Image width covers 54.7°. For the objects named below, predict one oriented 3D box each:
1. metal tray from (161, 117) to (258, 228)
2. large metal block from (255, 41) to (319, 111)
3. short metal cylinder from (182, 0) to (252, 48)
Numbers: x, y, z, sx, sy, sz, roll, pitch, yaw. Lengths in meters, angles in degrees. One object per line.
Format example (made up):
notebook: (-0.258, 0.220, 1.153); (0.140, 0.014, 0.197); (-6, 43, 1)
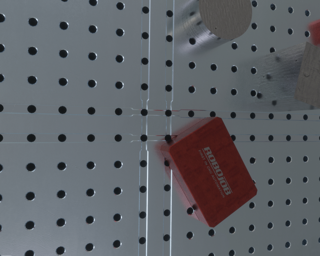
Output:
metal tray: (0.071, 0.060, 0.436); (0.091, 0.030, 0.130); (-32, 101, -17)
large metal block: (0.194, -0.071, 0.455); (0.050, 0.080, 0.080); (17, 85, -19)
short metal cylinder: (0.078, -0.156, 0.428); (0.081, 0.050, 0.079); (0, 90, -20)
